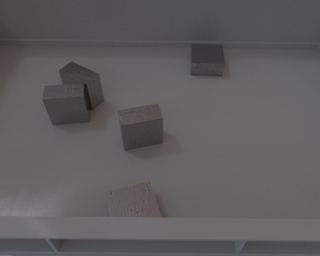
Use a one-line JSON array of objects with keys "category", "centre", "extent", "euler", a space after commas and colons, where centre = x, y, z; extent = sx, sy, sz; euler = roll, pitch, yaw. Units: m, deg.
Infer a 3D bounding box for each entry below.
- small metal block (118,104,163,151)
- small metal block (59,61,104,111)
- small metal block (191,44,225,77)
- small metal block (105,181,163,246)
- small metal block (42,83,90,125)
[{"category": "small metal block", "centre": [-0.024, 0.000, 0.389], "extent": [0.050, 0.050, 0.025], "euler": [-11, 51, -9]}, {"category": "small metal block", "centre": [-0.110, -0.059, 0.437], "extent": [0.050, 0.050, 0.025], "euler": [26, 55, 20]}, {"category": "small metal block", "centre": [0.075, -0.110, 0.498], "extent": [0.050, 0.025, 0.050], "euler": [3, 50, 2]}, {"category": "small metal block", "centre": [-0.028, 0.090, 0.329], "extent": [0.050, 0.025, 0.050], "euler": [-12, 51, -11]}, {"category": "small metal block", "centre": [-0.123, -0.031, 0.413], "extent": [0.050, 0.050, 0.025], "euler": [-5, 51, -4]}]
